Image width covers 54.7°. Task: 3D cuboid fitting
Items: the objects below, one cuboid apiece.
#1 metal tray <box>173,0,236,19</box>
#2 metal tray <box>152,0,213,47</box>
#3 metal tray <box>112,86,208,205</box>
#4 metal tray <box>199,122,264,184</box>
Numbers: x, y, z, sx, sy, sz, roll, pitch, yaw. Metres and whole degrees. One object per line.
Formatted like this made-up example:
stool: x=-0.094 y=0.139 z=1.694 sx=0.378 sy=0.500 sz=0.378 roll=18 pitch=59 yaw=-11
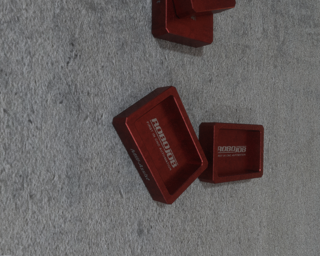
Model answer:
metal tray: x=0.049 y=-0.216 z=0.402 sx=0.091 sy=0.030 sz=0.129 roll=-24 pitch=105 yaw=-37
metal tray: x=0.033 y=-0.185 z=0.428 sx=0.091 sy=0.030 sz=0.129 roll=1 pitch=90 yaw=-40
metal tray: x=0.006 y=0.022 z=0.405 sx=0.091 sy=0.030 sz=0.129 roll=-39 pitch=114 yaw=-33
metal tray: x=0.118 y=0.038 z=0.499 sx=0.131 sy=0.030 sz=0.089 roll=2 pitch=89 yaw=-40
